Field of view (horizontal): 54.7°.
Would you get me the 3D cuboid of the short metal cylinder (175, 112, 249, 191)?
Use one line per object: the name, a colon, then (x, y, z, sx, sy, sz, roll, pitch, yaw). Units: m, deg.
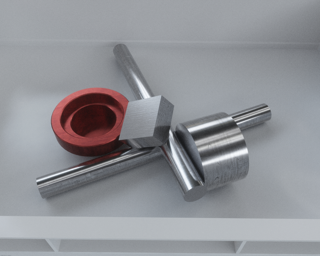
short metal cylinder: (0.055, 0.027, 0.346, 0.050, 0.080, 0.080, -15, 52, -13)

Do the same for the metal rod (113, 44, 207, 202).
metal rod: (-0.015, -0.032, 0.406, 0.025, 0.025, 0.300, -15, 45, -13)

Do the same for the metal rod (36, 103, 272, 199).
metal rod: (0.005, 0.023, 0.384, 0.302, 0.025, 0.025, -18, 53, -15)

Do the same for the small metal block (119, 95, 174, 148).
small metal block: (-0.015, -0.006, 0.355, 0.050, 0.025, 0.050, -8, 60, 37)

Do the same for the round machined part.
round machined part: (-0.083, -0.003, 0.394, 0.099, 0.042, 0.098, 0, 50, 0)
